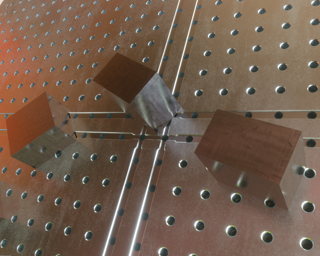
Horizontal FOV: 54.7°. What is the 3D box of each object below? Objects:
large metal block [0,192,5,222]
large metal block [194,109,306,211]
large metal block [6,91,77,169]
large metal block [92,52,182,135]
[{"bbox_3d":[-0.285,0.106,0.455,0.050,0.080,0.080,-38,51,3],"label":"large metal block"},{"bbox_3d":[0.092,0.032,0.305,0.080,0.080,0.050,19,72,35],"label":"large metal block"},{"bbox_3d":[-0.187,0.003,0.486,0.080,0.050,0.080,-34,52,5],"label":"large metal block"},{"bbox_3d":[-0.029,-0.045,0.415,0.080,0.080,0.050,33,80,38],"label":"large metal block"}]
